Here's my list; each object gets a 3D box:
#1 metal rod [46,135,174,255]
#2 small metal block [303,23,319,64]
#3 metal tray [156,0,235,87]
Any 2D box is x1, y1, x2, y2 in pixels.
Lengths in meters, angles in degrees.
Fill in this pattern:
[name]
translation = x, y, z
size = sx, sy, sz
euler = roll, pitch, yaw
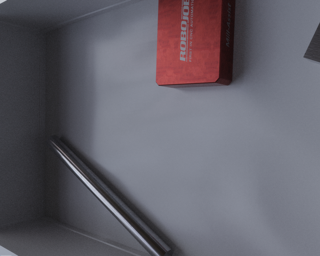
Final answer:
[metal rod]
translation = -0.094, 0.095, 0.481
size = 0.300, 0.025, 0.025
euler = 35, 111, 34
[small metal block]
translation = 0.164, -0.076, 0.271
size = 0.050, 0.025, 0.050
euler = 31, 109, 35
[metal tray]
translation = 0.041, -0.115, 0.369
size = 0.090, 0.030, 0.129
euler = 3, 92, 39
